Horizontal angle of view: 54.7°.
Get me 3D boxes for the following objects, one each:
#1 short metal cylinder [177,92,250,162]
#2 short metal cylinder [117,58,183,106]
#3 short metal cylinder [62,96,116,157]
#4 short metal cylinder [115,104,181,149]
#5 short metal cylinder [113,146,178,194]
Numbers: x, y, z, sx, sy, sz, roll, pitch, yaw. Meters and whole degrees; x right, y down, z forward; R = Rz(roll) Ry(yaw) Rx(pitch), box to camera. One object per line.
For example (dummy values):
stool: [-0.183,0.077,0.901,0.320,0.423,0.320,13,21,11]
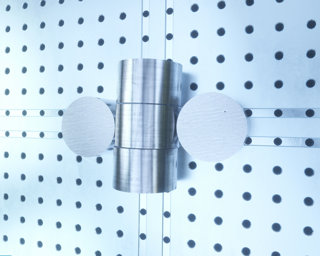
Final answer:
short metal cylinder: [0.066,-0.001,0.375,0.080,0.050,0.079,0,90,19]
short metal cylinder: [-0.013,-0.054,0.386,0.080,0.080,0.050,3,91,19]
short metal cylinder: [-0.086,-0.002,0.428,0.080,0.050,0.079,0,90,19]
short metal cylinder: [-0.015,-0.002,0.387,0.080,0.080,0.050,2,91,19]
short metal cylinder: [-0.018,0.048,0.388,0.080,0.080,0.050,1,91,19]
